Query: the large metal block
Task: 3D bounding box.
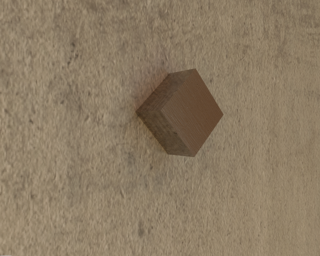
[{"bbox_3d":[0.028,-0.020,0.411,0.080,0.050,0.080,-52,120,-27],"label":"large metal block"}]
